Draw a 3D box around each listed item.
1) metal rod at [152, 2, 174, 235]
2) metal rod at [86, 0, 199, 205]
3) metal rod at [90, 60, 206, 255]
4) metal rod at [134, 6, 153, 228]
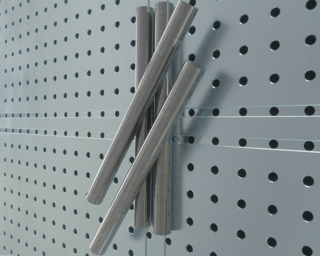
[{"bbox_3d":[0.004,-0.012,0.408,0.025,0.025,0.298,1,91,40],"label":"metal rod"},{"bbox_3d":[-0.032,-0.018,0.405,0.025,0.025,0.298,42,115,32],"label":"metal rod"},{"bbox_3d":[-0.025,0.053,0.399,0.025,0.025,0.298,42,115,32],"label":"metal rod"},{"bbox_3d":[-0.023,-0.015,0.430,0.025,0.025,0.298,1,91,40],"label":"metal rod"}]
